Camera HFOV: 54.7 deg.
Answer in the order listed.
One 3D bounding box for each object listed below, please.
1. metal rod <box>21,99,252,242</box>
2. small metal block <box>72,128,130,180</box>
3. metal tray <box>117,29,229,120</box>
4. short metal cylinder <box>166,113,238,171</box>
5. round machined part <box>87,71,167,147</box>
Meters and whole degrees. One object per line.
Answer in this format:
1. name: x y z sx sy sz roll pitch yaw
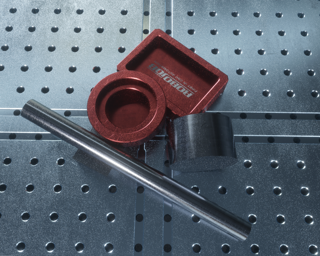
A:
1. metal rod: -0.029 0.050 0.371 0.301 0.025 0.025 30 72 1
2. small metal block: -0.075 0.032 0.399 0.050 0.025 0.050 27 72 9
3. metal tray: 0.017 -0.070 0.434 0.130 0.030 0.090 38 74 12
4. short metal cylinder: 0.049 0.020 0.374 0.081 0.080 0.050 -4 70 -2
5. round machined part: -0.041 -0.022 0.402 0.099 0.042 0.098 0 70 1
